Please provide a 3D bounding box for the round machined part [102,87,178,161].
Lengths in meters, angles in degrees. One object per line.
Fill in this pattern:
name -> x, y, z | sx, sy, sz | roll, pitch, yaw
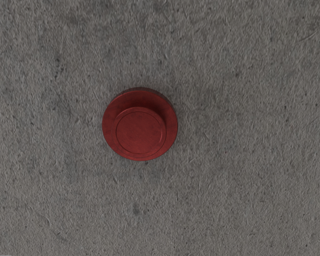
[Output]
round machined part -> -0.026, -0.001, 0.400 | 0.099, 0.042, 0.097 | 0, 110, 0
